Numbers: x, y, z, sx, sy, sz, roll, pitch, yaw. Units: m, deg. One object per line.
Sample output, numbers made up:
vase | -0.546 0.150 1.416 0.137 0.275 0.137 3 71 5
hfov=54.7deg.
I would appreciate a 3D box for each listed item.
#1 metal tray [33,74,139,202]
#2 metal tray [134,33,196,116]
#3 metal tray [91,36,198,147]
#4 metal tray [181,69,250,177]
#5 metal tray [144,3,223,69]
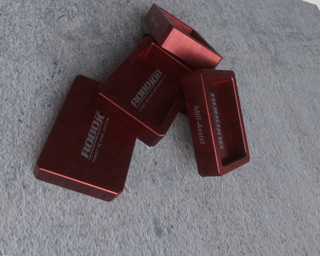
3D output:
metal tray | -0.075 0.009 0.356 0.091 0.030 0.130 22 53 -15
metal tray | 0.019 -0.075 0.460 0.131 0.030 0.090 24 53 -14
metal tray | -0.012 -0.051 0.389 0.090 0.030 0.130 36 51 -5
metal tray | 0.076 -0.010 0.407 0.091 0.030 0.129 -11 91 -50
metal tray | 0.030 -0.134 0.458 0.090 0.030 0.130 24 25 -26
